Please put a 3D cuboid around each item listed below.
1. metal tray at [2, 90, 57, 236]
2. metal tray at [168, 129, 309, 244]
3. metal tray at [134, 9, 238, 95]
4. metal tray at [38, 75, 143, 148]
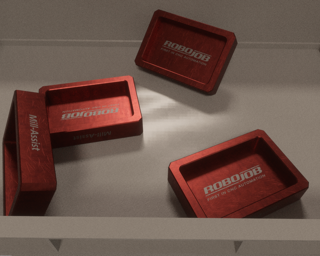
[{"bbox_3d":[-0.144,0.034,0.330,0.030,0.089,0.130,6,44,-33],"label":"metal tray"},{"bbox_3d":[0.085,0.060,0.351,0.131,0.030,0.090,-19,53,-16],"label":"metal tray"},{"bbox_3d":[0.037,-0.114,0.463,0.130,0.030,0.090,24,95,18],"label":"metal tray"},{"bbox_3d":[-0.095,-0.024,0.420,0.131,0.030,0.090,-9,51,-8],"label":"metal tray"}]
